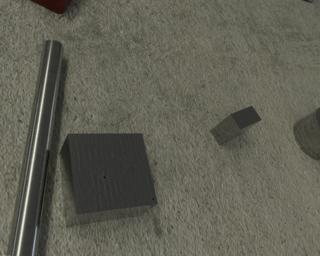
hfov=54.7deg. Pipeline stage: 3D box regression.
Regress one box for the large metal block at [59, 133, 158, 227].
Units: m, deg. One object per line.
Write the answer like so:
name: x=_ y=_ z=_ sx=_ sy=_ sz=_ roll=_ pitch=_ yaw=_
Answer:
large metal block: x=-0.057 y=0.052 z=0.326 sx=0.081 sy=0.050 sz=0.080 roll=0 pitch=62 yaw=-28

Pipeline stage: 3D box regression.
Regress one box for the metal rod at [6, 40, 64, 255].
metal rod: x=-0.127 y=0.026 z=0.319 sx=0.025 sy=0.025 sz=0.299 roll=10 pitch=57 yaw=-23

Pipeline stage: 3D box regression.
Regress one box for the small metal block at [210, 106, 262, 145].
small metal block: x=0.110 y=-0.004 z=0.452 sx=0.050 sy=0.050 sz=0.025 roll=-20 pitch=73 yaw=-36

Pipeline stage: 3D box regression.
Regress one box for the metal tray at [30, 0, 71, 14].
metal tray: x=-0.162 y=-0.235 z=0.458 sx=0.090 sy=0.030 sz=0.130 roll=24 pitch=53 yaw=-14

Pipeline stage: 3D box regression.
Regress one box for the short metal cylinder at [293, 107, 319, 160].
short metal cylinder: x=0.281 y=0.010 z=0.537 sx=0.081 sy=0.050 sz=0.080 roll=14 pitch=56 yaw=-21
